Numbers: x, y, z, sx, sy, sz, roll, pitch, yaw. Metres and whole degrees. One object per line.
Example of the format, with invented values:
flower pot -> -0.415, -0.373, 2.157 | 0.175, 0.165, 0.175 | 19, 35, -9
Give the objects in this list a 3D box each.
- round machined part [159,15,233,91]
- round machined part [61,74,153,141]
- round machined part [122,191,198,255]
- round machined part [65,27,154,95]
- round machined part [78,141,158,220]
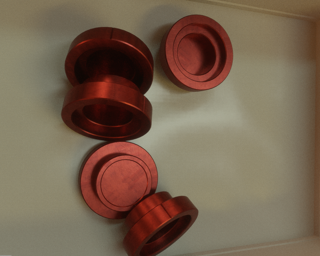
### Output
round machined part -> 0.045, -0.097, 0.418 | 0.099, 0.042, 0.097 | 0, 90, -20
round machined part -> -0.058, -0.024, 0.352 | 0.099, 0.098, 0.042 | 14, 60, -20
round machined part -> -0.004, 0.116, 0.381 | 0.099, 0.098, 0.042 | -31, 58, -17
round machined part -> -0.056, -0.076, 0.361 | 0.099, 0.097, 0.042 | 17, 49, -19
round machined part -> -0.048, 0.065, 0.384 | 0.099, 0.042, 0.097 | 0, 90, -20
